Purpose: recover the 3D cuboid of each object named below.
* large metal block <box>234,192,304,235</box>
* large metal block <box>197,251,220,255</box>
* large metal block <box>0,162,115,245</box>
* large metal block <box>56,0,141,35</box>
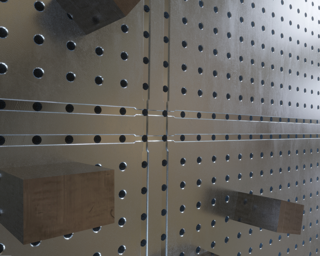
[{"bbox_3d":[0.188,0.147,0.535,0.080,0.080,0.050,20,78,-39],"label":"large metal block"},{"bbox_3d":[0.062,0.236,0.448,0.081,0.050,0.079,0,91,-40],"label":"large metal block"},{"bbox_3d":[-0.099,0.063,0.292,0.081,0.080,0.050,-1,91,-40],"label":"large metal block"},{"bbox_3d":[-0.053,-0.153,0.330,0.050,0.080,0.080,49,61,-30],"label":"large metal block"}]
